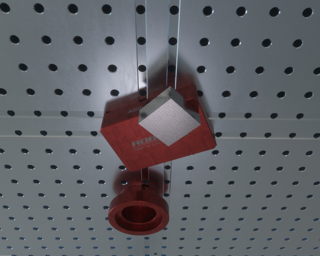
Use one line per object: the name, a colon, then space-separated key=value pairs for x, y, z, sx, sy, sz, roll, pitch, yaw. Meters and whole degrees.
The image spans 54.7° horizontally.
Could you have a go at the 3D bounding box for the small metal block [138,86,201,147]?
small metal block: x=0.011 y=-0.012 z=0.361 sx=0.050 sy=0.025 sz=0.050 roll=-36 pitch=122 yaw=26

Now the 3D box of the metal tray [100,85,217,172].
metal tray: x=0.000 y=0.004 z=0.412 sx=0.130 sy=0.030 sz=0.090 roll=-18 pitch=128 yaw=14

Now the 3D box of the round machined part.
round machined part: x=-0.034 y=0.133 z=0.514 sx=0.099 sy=0.042 sz=0.097 roll=0 pitch=130 yaw=0
